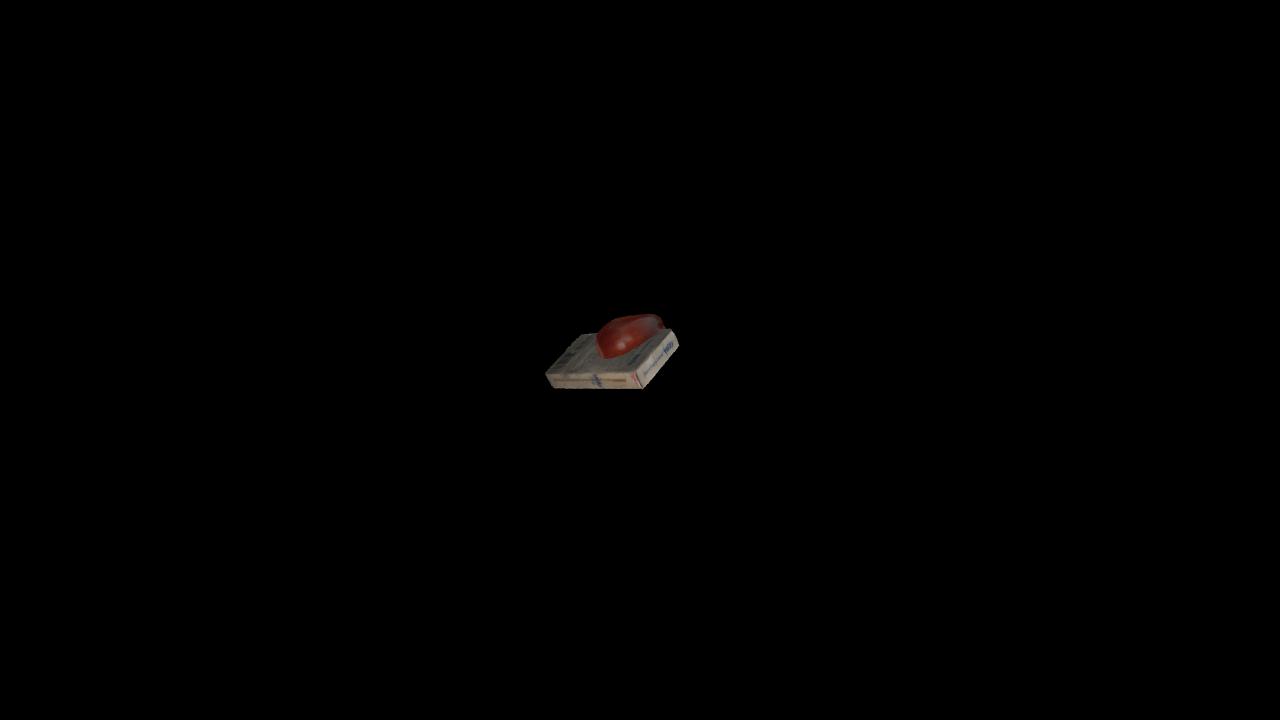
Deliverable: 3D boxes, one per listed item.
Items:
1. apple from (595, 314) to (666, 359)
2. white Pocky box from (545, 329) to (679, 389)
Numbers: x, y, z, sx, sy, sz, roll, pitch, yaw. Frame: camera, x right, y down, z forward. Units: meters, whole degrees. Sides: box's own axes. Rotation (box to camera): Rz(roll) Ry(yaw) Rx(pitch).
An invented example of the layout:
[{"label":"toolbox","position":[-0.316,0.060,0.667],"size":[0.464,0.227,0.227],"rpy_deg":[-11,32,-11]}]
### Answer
[{"label":"apple","position":[-0.009,-0.015,0.734],"size":[0.093,0.079,0.079],"rpy_deg":[-27,-1,2]},{"label":"white Pocky box","position":[-0.036,-0.001,0.733],"size":[0.154,0.028,0.084],"rpy_deg":[-2,36,42]}]
